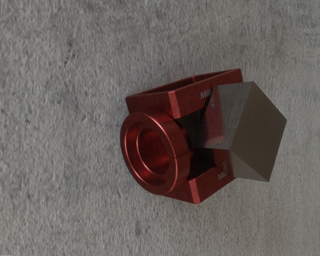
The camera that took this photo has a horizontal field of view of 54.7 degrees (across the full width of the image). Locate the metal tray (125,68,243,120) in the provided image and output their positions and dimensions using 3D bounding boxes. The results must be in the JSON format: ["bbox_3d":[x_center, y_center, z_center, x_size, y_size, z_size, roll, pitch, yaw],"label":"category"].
[{"bbox_3d":[0.034,-0.044,0.395,0.131,0.090,0.030,-23,105,-38],"label":"metal tray"}]

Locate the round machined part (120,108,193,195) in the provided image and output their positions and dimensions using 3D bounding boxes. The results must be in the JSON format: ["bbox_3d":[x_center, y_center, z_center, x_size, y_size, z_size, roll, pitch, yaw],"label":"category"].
[{"bbox_3d":[0.000,0.024,0.360,0.042,0.098,0.097,-20,103,-39],"label":"round machined part"}]

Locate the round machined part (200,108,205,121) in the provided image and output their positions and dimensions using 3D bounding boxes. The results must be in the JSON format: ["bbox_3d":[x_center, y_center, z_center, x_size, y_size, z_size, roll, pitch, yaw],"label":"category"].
[{"bbox_3d":[0.096,-0.015,0.441,0.042,0.098,0.097,-20,103,-39],"label":"round machined part"}]

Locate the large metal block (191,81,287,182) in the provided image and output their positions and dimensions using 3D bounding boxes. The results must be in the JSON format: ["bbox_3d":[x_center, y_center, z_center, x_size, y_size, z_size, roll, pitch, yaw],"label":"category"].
[{"bbox_3d":[0.092,0.005,0.349,0.080,0.050,0.080,37,67,-34],"label":"large metal block"}]

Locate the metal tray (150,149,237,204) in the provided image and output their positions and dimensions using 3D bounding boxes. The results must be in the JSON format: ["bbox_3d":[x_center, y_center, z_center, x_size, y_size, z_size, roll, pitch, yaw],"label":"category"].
[{"bbox_3d":[0.057,0.051,0.412,0.131,0.090,0.030,-23,105,-38],"label":"metal tray"}]
